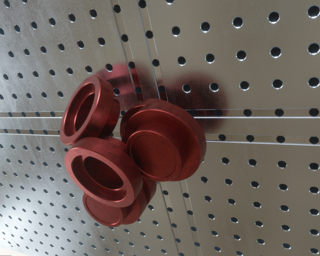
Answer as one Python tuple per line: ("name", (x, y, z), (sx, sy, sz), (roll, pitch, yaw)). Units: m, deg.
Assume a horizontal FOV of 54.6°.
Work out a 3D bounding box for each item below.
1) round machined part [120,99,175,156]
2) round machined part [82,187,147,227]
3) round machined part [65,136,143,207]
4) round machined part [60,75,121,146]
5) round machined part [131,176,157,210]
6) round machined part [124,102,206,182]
("round machined part", (-0.009, 0.016, 0.388), (0.098, 0.042, 0.097), (13, 124, 21))
("round machined part", (-0.071, 0.104, 0.448), (0.098, 0.042, 0.097), (13, 124, 21))
("round machined part", (-0.064, 0.049, 0.382), (0.098, 0.042, 0.097), (17, 134, 19))
("round machined part", (-0.090, -0.017, 0.413), (0.042, 0.098, 0.098), (26, 138, -35))
("round machined part", (-0.058, 0.085, 0.457), (0.098, 0.042, 0.097), (13, 124, 21))
("round machined part", (0.000, 0.023, 0.359), (0.098, 0.042, 0.097), (13, 123, 21))
